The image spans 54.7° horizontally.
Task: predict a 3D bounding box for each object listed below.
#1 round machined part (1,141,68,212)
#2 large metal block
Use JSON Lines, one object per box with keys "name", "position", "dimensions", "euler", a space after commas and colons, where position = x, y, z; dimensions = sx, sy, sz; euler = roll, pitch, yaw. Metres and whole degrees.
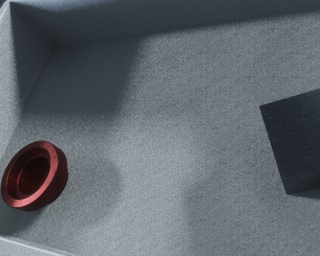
{"name": "round machined part", "position": [-0.171, 0.070, 0.439], "dimensions": [0.098, 0.042, 0.098], "euler": [-13, 56, 20]}
{"name": "large metal block", "position": [0.151, 0.012, 0.303], "dimensions": [0.080, 0.050, 0.080], "euler": [-17, 55, 18]}
